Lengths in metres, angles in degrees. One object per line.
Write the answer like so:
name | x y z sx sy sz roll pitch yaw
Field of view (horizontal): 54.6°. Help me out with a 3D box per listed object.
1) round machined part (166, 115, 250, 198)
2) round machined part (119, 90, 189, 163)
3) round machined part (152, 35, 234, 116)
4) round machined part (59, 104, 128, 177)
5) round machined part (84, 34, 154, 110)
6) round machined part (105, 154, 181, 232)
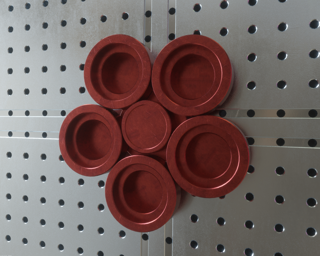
round machined part | 0.061 0.033 0.382 0.098 0.042 0.097 0 90 20
round machined part | -0.011 -0.001 0.407 0.098 0.042 0.097 0 90 20
round machined part | 0.043 -0.063 0.388 0.098 0.042 0.097 0 90 20
round machined part | -0.088 0.016 0.435 0.098 0.042 0.097 0 90 20
round machined part | -0.050 -0.073 0.421 0.098 0.042 0.097 0 90 20
round machined part | -0.019 0.083 0.410 0.098 0.042 0.097 0 90 20
